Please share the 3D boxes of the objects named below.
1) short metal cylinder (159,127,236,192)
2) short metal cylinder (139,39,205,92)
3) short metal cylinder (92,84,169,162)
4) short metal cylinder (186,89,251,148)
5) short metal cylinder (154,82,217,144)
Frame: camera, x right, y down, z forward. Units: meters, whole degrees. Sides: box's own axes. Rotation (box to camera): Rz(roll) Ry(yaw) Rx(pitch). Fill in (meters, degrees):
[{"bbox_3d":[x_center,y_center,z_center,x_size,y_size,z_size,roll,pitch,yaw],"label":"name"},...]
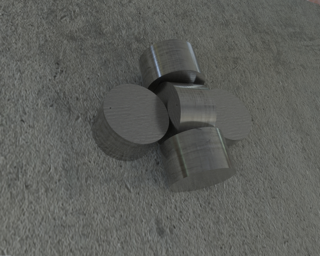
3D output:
[{"bbox_3d":[0.044,0.040,0.370,0.081,0.080,0.050,0,62,-28],"label":"short metal cylinder"},{"bbox_3d":[0.015,-0.075,0.424,0.081,0.080,0.050,0,62,-28],"label":"short metal cylinder"},{"bbox_3d":[-0.036,-0.006,0.373,0.081,0.050,0.080,14,55,-21],"label":"short metal cylinder"},{"bbox_3d":[0.080,-0.008,0.436,0.081,0.050,0.080,13,57,-21],"label":"short metal cylinder"},{"bbox_3d":[0.027,-0.017,0.396,0.050,0.080,0.080,0,62,-28],"label":"short metal cylinder"}]
